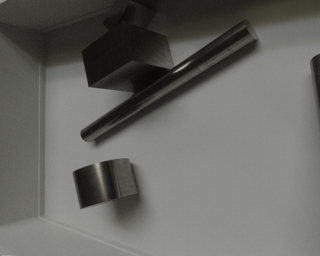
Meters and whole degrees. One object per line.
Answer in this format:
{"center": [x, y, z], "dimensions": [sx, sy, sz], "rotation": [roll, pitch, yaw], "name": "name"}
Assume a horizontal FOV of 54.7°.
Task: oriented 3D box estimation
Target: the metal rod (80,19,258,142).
{"center": [-0.011, -0.046, 0.413], "dimensions": [0.299, 0.025, 0.025], "rotation": [-28, 72, 36], "name": "metal rod"}

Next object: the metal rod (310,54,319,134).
{"center": [0.134, 0.070, 0.214], "dimensions": [0.025, 0.025, 0.299], "rotation": [-17, 53, 38], "name": "metal rod"}

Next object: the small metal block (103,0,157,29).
{"center": [-0.041, -0.151, 0.422], "dimensions": [0.050, 0.050, 0.025], "rotation": [-52, 60, 27], "name": "small metal block"}

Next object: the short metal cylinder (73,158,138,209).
{"center": [-0.076, 0.078, 0.431], "dimensions": [0.080, 0.081, 0.050], "rotation": [-25, 74, 37], "name": "short metal cylinder"}

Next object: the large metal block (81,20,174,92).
{"center": [-0.041, -0.087, 0.402], "dimensions": [0.080, 0.081, 0.050], "rotation": [-22, 77, 37], "name": "large metal block"}
